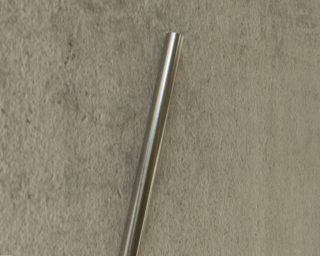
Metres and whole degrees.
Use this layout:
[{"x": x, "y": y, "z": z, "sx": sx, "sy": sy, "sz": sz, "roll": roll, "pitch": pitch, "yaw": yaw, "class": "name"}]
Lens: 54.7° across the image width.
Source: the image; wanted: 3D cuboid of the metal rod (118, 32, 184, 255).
[{"x": -0.010, "y": 0.020, "z": 0.398, "sx": 0.025, "sy": 0.025, "sz": 0.299, "roll": 20, "pitch": 78, "yaw": -39, "class": "metal rod"}]
